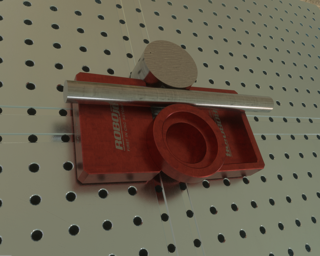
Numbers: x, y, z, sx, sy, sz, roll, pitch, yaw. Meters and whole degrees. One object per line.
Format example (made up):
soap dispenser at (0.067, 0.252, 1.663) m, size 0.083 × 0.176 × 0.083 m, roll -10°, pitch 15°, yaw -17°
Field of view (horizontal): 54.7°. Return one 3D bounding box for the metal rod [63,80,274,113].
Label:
metal rod at (0.032, -0.038, 0.404) m, size 0.303 × 0.025 × 0.025 m, roll 1°, pitch 62°, yaw -28°

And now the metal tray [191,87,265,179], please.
metal tray at (0.087, 0.005, 0.444) m, size 0.091 × 0.030 × 0.130 m, roll 1°, pitch 61°, yaw -28°

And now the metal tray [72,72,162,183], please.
metal tray at (-0.054, -0.002, 0.371) m, size 0.091 × 0.030 × 0.130 m, roll 3°, pitch 61°, yaw -27°

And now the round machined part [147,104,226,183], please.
round machined part at (0.029, 0.022, 0.383) m, size 0.099 × 0.042 × 0.098 m, roll 14°, pitch 56°, yaw -21°

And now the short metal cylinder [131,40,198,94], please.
short metal cylinder at (0.005, -0.076, 0.436) m, size 0.081 × 0.050 × 0.080 m, roll 14°, pitch 56°, yaw -21°
